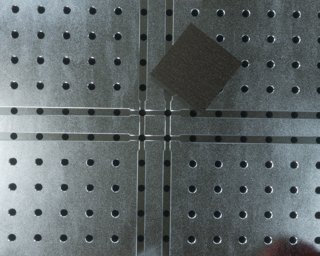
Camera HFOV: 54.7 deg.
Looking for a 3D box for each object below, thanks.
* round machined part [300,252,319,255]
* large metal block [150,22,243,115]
[{"bbox_3d":[0.204,0.212,0.408,0.099,0.042,0.097,0,90,-1],"label":"round machined part"},{"bbox_3d":[0.044,-0.073,0.401,0.080,0.050,0.080,38,90,-1],"label":"large metal block"}]
